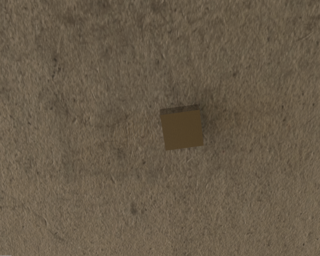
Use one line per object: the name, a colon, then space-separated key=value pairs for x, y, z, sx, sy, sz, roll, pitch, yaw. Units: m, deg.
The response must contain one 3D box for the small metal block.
small metal block: x=0.029 y=-0.001 z=0.410 sx=0.050 sy=0.025 sz=0.050 roll=-8 pitch=110 yaw=2
